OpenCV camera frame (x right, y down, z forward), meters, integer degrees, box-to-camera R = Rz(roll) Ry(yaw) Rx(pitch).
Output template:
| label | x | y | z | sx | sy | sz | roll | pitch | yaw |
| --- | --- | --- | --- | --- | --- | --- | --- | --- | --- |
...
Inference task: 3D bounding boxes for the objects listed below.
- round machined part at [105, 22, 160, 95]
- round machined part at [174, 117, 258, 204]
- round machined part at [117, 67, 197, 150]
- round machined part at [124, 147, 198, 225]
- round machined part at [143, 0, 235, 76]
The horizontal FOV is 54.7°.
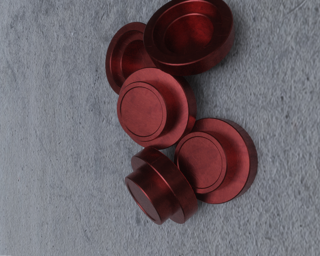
| label | x | y | z | sx | sy | sz | roll | pitch | yaw |
| --- | --- | --- | --- | --- | --- | --- | --- | --- | --- |
| round machined part | -0.025 | -0.087 | 0.414 | 0.098 | 0.042 | 0.097 | 0 | 90 | 39 |
| round machined part | 0.055 | 0.037 | 0.349 | 0.098 | 0.042 | 0.097 | 0 | 90 | 39 |
| round machined part | -0.011 | -0.021 | 0.359 | 0.098 | 0.042 | 0.097 | 7 | 104 | 30 |
| round machined part | -0.005 | 0.074 | 0.365 | 0.098 | 0.042 | 0.097 | 43 | 154 | 27 |
| round machined part | 0.034 | -0.099 | 0.347 | 0.098 | 0.042 | 0.098 | -8 | 62 | 16 |
